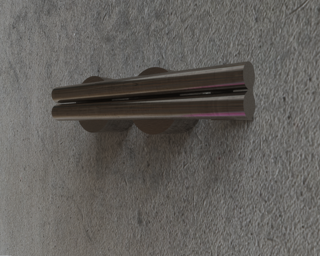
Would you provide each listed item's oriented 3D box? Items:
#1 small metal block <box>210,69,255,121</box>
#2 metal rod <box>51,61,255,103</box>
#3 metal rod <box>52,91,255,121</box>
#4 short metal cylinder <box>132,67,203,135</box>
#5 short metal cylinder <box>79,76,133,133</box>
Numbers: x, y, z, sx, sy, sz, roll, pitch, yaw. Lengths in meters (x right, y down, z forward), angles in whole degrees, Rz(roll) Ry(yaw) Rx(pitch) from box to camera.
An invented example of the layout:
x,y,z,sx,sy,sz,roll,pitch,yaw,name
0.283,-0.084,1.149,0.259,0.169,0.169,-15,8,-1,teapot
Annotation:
x,y,z,sx,sy,sz,roll,pitch,yaw,name
0.077,-0.033,0.328,0.025,0.050,0.050,-2,88,40,small metal block
-0.036,-0.048,0.370,0.300,0.025,0.025,1,91,40,metal rod
-0.036,-0.022,0.370,0.300,0.025,0.025,1,91,40,metal rod
0.007,-0.032,0.385,0.080,0.050,0.080,0,90,40,short metal cylinder
-0.078,-0.033,0.454,0.080,0.050,0.080,0,90,40,short metal cylinder
